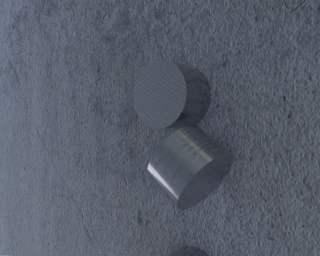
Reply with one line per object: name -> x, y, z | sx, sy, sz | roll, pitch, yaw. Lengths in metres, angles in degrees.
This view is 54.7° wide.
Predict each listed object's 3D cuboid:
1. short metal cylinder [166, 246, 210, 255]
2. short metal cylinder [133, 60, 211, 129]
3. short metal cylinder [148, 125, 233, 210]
short metal cylinder -> 0.028, 0.188, 0.366 | 0.080, 0.050, 0.080 | 0, 90, 40
short metal cylinder -> 0.014, -0.039, 0.377 | 0.080, 0.050, 0.080 | 0, 90, 40
short metal cylinder -> 0.034, 0.043, 0.341 | 0.050, 0.081, 0.080 | 44, 117, 31
